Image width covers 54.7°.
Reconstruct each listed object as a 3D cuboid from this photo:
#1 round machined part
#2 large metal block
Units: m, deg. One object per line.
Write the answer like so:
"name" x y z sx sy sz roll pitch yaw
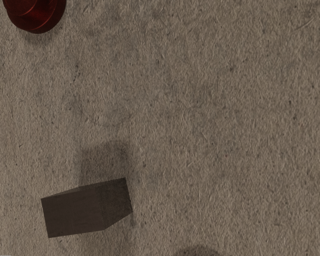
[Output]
"round machined part" -0.196 -0.196 0.467 0.098 0.042 0.097 0 90 19
"large metal block" -0.094 0.103 0.412 0.080 0.080 0.050 -14 86 19
